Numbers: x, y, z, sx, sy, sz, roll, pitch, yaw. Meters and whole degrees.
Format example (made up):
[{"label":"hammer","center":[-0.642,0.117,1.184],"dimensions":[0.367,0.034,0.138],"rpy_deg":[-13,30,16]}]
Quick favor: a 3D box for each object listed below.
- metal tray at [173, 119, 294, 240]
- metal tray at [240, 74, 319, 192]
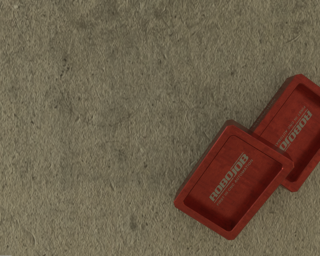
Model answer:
[{"label":"metal tray","center":[0.088,0.066,0.387],"dimensions":[0.090,0.030,0.129],"rpy_deg":[32,108,1]},{"label":"metal tray","center":[0.174,0.006,0.408],"dimensions":[0.090,0.030,0.130],"rpy_deg":[36,90,0]}]
